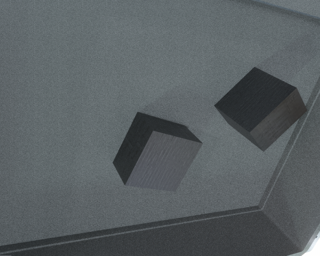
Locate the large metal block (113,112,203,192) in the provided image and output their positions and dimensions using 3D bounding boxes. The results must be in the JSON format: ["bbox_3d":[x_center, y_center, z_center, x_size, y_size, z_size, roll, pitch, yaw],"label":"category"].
[{"bbox_3d":[-0.004,0.034,0.411,0.081,0.050,0.080,15,110,-35],"label":"large metal block"}]

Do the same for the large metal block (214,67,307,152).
[{"bbox_3d":[0.138,-0.028,0.431,0.080,0.080,0.050,-44,129,2],"label":"large metal block"}]
